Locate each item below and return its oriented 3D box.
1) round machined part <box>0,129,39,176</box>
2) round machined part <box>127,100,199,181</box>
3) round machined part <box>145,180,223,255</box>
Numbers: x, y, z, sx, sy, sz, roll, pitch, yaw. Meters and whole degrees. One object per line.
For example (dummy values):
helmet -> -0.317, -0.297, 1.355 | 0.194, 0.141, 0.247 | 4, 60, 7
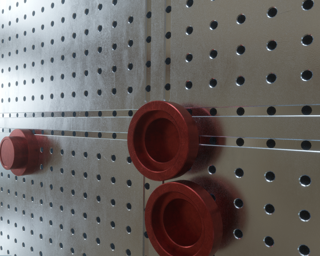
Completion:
round machined part -> -0.295, 0.050, 0.638 | 0.098, 0.042, 0.097 | 0, 90, 39
round machined part -> 0.008, 0.015, 0.390 | 0.098, 0.042, 0.097 | 0, 90, 39
round machined part -> 0.032, 0.111, 0.371 | 0.098, 0.042, 0.097 | 0, 90, 39
